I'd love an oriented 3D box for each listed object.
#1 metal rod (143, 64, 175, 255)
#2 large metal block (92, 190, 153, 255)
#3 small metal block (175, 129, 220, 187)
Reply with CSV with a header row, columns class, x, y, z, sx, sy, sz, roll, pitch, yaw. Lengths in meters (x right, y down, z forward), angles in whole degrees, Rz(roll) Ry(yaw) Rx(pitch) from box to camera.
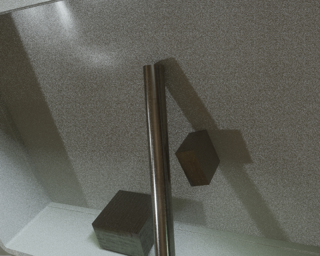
class,x,y,z,sx,sy,sz,roll,pitch,yaw
metal rod,0.001,0.075,0.376,0.025,0.025,0.298,-2,93,29
large metal block,-0.045,0.147,0.486,0.080,0.080,0.050,3,120,26
small metal block,0.049,0.037,0.389,0.025,0.050,0.050,-14,112,33
